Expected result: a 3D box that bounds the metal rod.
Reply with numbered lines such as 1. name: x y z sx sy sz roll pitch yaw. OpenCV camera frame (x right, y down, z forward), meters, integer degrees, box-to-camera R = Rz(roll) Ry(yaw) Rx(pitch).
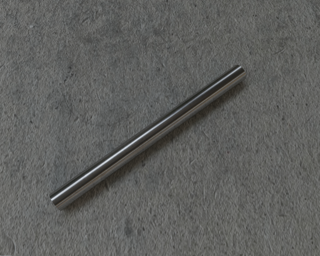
1. metal rod: -0.006 0.006 0.408 0.301 0.025 0.025 -35 74 -12
